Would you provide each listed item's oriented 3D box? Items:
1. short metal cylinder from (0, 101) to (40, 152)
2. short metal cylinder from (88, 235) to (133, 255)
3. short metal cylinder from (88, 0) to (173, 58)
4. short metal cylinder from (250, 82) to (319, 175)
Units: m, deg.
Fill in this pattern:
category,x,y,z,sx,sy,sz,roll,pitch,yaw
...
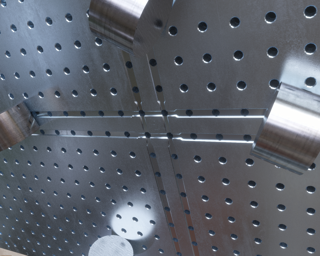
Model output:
category,x,y,z,sx,sy,sz,roll,pitch,yaw
short metal cylinder,-0.245,-0.002,0.500,0.080,0.080,0.050,-15,111,34
short metal cylinder,-0.091,0.249,0.575,0.080,0.080,0.050,19,126,17
short metal cylinder,-0.027,-0.119,0.315,0.050,0.080,0.079,29,128,9
short metal cylinder,0.129,0.000,0.307,0.050,0.080,0.079,23,127,14
